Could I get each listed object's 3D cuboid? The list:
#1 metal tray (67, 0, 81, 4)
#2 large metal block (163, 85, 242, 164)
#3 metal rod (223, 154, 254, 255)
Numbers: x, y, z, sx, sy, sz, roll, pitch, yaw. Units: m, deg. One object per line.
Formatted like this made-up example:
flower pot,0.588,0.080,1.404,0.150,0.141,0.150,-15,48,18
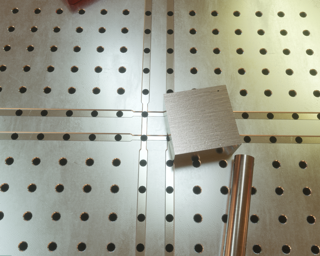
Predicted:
metal tray,-0.145,-0.273,0.507,0.090,0.030,0.130,-35,74,-12
large metal block,0.050,-0.004,0.400,0.081,0.050,0.080,-9,70,-4
metal rod,0.080,0.176,0.347,0.025,0.025,0.299,11,70,4
